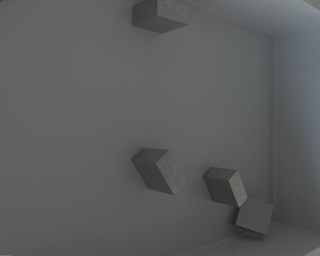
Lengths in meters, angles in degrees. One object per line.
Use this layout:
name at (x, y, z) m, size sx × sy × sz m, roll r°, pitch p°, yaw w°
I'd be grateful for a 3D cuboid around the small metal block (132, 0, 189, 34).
small metal block at (0.000, -0.142, 0.390) m, size 0.050 × 0.050 × 0.025 m, roll 0°, pitch 91°, yaw -40°

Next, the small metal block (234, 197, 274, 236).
small metal block at (0.157, 0.147, 0.518) m, size 0.025 × 0.050 × 0.050 m, roll 72°, pitch 37°, yaw -66°

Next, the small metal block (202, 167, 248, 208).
small metal block at (0.099, 0.089, 0.473) m, size 0.025 × 0.050 × 0.050 m, roll -37°, pitch 113°, yaw -34°

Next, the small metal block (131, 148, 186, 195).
small metal block at (-0.002, 0.053, 0.389) m, size 0.025 × 0.050 × 0.050 m, roll -42°, pitch 116°, yaw -32°
